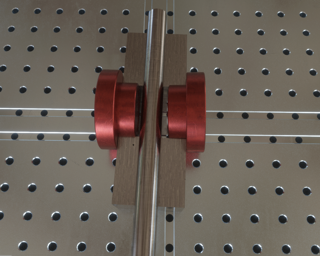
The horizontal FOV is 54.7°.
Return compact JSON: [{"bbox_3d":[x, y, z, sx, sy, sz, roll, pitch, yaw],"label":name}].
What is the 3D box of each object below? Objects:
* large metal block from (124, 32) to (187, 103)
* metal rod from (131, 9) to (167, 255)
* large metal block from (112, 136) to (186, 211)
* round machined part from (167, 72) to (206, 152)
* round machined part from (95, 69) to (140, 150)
[{"bbox_3d":[-0.005,-0.082,0.428,0.080,0.050,0.080,2,70,0],"label":"large metal block"},{"bbox_3d":[-0.010,-0.010,0.362,0.025,0.025,0.299,3,70,1],"label":"metal rod"},{"bbox_3d":[-0.011,0.057,0.377,0.080,0.050,0.080,3,70,1],"label":"large metal block"},{"bbox_3d":[0.032,-0.019,0.380,0.042,0.098,0.098,0,70,5],"label":"round machined part"},{"bbox_3d":[-0.048,-0.022,0.380,0.042,0.098,0.098,2,70,1],"label":"round machined part"}]
